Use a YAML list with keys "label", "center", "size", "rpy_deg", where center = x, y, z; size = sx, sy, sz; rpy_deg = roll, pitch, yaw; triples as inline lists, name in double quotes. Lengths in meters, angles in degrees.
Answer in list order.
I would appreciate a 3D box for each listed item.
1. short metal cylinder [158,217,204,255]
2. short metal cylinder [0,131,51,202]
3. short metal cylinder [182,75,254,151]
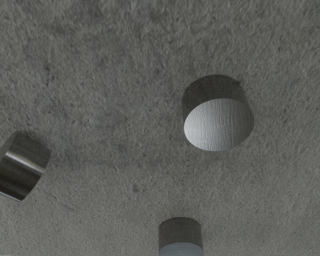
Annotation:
- label: "short metal cylinder"
  center: [0.037, 0.208, 0.569]
  size: [0.081, 0.050, 0.079]
  rpy_deg: [0, 130, 0]
- label: "short metal cylinder"
  center: [-0.191, 0.051, 0.412]
  size: [0.050, 0.080, 0.080]
  rpy_deg: [36, 121, -27]
- label: "short metal cylinder"
  center: [0.068, -0.018, 0.377]
  size: [0.081, 0.050, 0.079]
  rpy_deg: [0, 130, 0]
